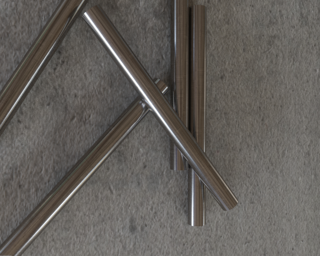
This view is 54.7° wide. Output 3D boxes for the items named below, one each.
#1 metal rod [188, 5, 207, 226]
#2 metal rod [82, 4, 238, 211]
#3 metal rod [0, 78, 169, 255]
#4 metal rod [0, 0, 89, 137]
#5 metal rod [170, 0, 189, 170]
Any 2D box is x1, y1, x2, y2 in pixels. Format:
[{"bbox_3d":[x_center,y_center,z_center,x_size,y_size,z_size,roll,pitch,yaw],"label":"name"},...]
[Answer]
[{"bbox_3d":[0.052,-0.017,0.429,0.025,0.025,0.298,0,90,-20],"label":"metal rod"},{"bbox_3d":[0.008,-0.015,0.385,0.025,0.025,0.299,-40,103,-16],"label":"metal rod"},{"bbox_3d":[-0.094,0.053,0.374,0.025,0.025,0.300,45,76,-15],"label":"metal rod"},{"bbox_3d":[-0.128,-0.104,0.361,0.025,0.025,0.299,32,79,-18],"label":"metal rod"},{"bbox_3d":[0.027,-0.093,0.419,0.025,0.025,0.298,0,90,-20],"label":"metal rod"}]
